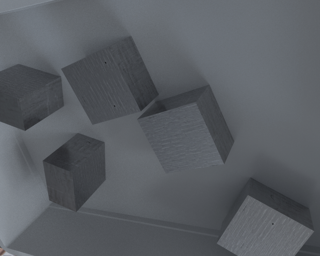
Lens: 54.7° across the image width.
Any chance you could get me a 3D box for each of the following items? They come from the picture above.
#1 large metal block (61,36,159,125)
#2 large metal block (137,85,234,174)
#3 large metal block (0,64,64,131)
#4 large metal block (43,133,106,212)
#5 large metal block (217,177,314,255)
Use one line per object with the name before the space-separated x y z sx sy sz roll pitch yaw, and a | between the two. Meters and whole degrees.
large metal block | -0.061 -0.058 0.387 0.080 0.050 0.080 -13 112 33
large metal block | 0.033 0.003 0.376 0.080 0.050 0.080 -15 111 34
large metal block | -0.200 -0.047 0.446 0.080 0.080 0.050 18 125 17
large metal block | -0.128 0.067 0.480 0.050 0.080 0.079 18 125 18
large metal block | 0.129 0.123 0.387 0.080 0.050 0.079 28 113 10
